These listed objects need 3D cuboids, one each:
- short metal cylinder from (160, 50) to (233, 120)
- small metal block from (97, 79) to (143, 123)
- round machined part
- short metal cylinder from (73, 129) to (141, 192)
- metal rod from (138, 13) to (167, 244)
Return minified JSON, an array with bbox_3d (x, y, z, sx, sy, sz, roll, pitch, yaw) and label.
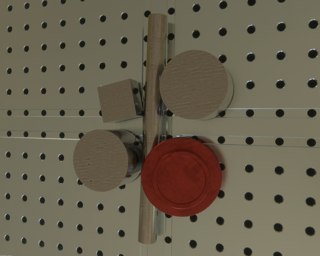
[{"bbox_3d":[0.046,-0.050,0.378,0.080,0.050,0.079,0,90,20],"label":"short metal cylinder"},{"bbox_3d":[-0.054,-0.036,0.427,0.050,0.025,0.050,-12,86,19],"label":"small metal block"},{"bbox_3d":[0.026,0.060,0.377,0.099,0.042,0.097,0,89,3],"label":"round machined part"},{"bbox_3d":[-0.068,0.042,0.419,0.080,0.050,0.079,0,90,20],"label":"short metal cylinder"},{"bbox_3d":[-0.010,0.002,0.412,0.025,0.025,0.298,3,91,20],"label":"metal rod"}]
